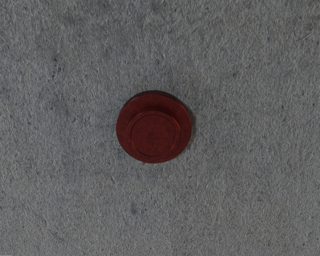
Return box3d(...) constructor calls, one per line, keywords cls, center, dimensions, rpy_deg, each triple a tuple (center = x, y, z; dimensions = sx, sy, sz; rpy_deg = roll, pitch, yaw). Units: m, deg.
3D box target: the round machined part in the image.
box3d(cls="round machined part", center=(-0.008, 0.003, 0.403), dimensions=(0.099, 0.042, 0.097), rpy_deg=(0, 110, -1))
